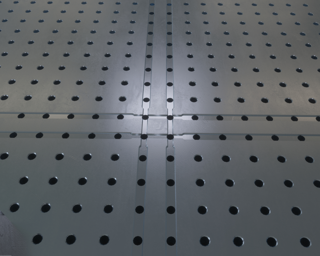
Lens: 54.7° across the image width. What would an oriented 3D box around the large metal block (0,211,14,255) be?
[{"bbox_3d":[-0.185,0.126,0.284,0.081,0.050,0.080,-17,52,-14],"label":"large metal block"}]
